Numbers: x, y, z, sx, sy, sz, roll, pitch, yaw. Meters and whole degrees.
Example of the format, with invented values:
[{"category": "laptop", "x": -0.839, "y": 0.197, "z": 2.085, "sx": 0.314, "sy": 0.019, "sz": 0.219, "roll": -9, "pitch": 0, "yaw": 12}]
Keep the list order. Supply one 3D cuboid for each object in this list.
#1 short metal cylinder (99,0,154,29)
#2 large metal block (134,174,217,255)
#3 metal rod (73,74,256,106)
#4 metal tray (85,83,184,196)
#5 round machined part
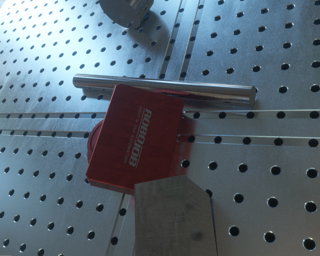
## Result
[{"category": "short metal cylinder", "x": -0.058, "y": -0.220, "z": 0.538, "sx": 0.080, "sy": 0.080, "sz": 0.050, "roll": 17, "pitch": 71, "yaw": 34}, {"category": "large metal block", "x": 0.017, "y": 0.099, "z": 0.300, "sx": 0.050, "sy": 0.080, "sz": 0.080, "roll": -15, "pitch": 60, "yaw": 20}, {"category": "metal rod", "x": -0.014, "y": -0.060, "z": 0.452, "sx": 0.300, "sy": 0.025, "sz": 0.025, "roll": 10, "pitch": 67, "yaw": 32}, {"category": "metal tray", "x": -0.027, "y": 0.015, "z": 0.382, "sx": 0.091, "sy": 0.030, "sz": 0.130, "roll": 14, "pitch": 65, "yaw": -1}, {"category": "round machined part", "x": -0.057, "y": 0.021, "z": 0.414, "sx": 0.098, "sy": 0.042, "sz": 0.098, "roll": -13, "pitch": 56, "yaw": 21}]
